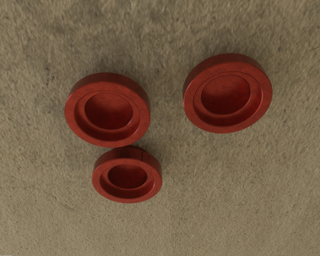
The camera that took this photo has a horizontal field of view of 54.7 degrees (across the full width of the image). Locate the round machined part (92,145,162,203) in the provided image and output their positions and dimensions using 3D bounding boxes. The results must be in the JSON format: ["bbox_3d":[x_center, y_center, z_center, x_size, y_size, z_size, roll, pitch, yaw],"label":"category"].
[{"bbox_3d":[-0.046,0.063,0.449,0.099,0.042,0.097,-1,130,0],"label":"round machined part"}]

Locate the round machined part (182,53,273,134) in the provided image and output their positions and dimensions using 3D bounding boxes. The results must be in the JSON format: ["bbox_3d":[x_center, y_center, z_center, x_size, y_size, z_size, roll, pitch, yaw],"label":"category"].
[{"bbox_3d":[0.075,-0.043,0.361,0.099,0.042,0.097,-1,130,0],"label":"round machined part"}]

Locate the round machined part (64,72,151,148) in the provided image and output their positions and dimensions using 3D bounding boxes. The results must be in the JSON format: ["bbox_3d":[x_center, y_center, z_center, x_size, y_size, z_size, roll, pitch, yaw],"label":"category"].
[{"bbox_3d":[-0.060,-0.025,0.374,0.099,0.042,0.097,-1,130,0],"label":"round machined part"}]
